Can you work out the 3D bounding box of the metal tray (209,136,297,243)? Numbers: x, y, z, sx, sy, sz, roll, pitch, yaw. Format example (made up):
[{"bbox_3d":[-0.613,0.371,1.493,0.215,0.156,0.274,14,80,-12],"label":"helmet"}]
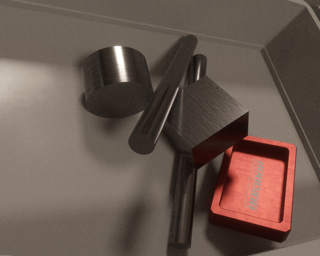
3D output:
[{"bbox_3d":[0.122,0.070,0.399,0.090,0.030,0.130,11,50,16],"label":"metal tray"}]

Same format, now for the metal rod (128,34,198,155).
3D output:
[{"bbox_3d":[0.017,-0.066,0.405,0.025,0.025,0.301,33,35,-7],"label":"metal rod"}]

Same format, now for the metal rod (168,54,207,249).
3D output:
[{"bbox_3d":[0.043,0.008,0.425,0.025,0.025,0.300,22,53,-16],"label":"metal rod"}]

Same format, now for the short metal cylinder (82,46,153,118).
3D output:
[{"bbox_3d":[-0.051,-0.053,0.376,0.081,0.080,0.050,1,61,-28],"label":"short metal cylinder"}]

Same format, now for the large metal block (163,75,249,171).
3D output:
[{"bbox_3d":[0.052,-0.008,0.387,0.080,0.050,0.080,-32,53,-11],"label":"large metal block"}]
